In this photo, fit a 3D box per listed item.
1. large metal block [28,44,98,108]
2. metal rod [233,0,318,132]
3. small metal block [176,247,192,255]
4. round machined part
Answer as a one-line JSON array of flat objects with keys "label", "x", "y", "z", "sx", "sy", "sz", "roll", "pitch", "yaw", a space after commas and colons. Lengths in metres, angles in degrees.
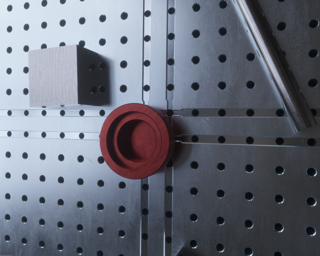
[{"label": "large metal block", "x": -0.139, "y": -0.071, "z": 0.448, "sx": 0.080, "sy": 0.050, "sz": 0.080, "roll": -2, "pitch": 90, "yaw": 20}, {"label": "metal rod", "x": 0.111, "y": -0.137, "z": 0.373, "sx": 0.025, "sy": 0.025, "sz": 0.299, "roll": -25, "pitch": 82, "yaw": 18}, {"label": "small metal block", "x": 0.030, "y": 0.195, "z": 0.402, "sx": 0.050, "sy": 0.025, "sz": 0.050, "roll": 40, "pitch": 103, "yaw": 15}, {"label": "round machined part", "x": -0.027, "y": 0.017, "z": 0.413, "sx": 0.098, "sy": 0.042, "sz": 0.097, "roll": 0, "pitch": 90, "yaw": 20}]
